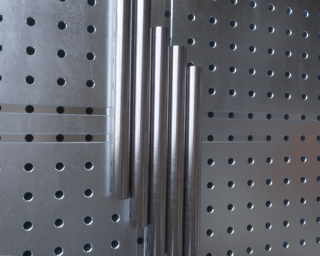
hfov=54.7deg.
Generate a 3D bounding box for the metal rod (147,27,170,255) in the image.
[{"bbox_3d":[-0.002,0.018,0.412,0.025,0.025,0.298,1,90,-20],"label":"metal rod"}]

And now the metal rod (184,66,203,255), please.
[{"bbox_3d":[0.045,0.066,0.430,0.025,0.025,0.298,1,90,-20],"label":"metal rod"}]

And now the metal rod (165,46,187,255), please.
[{"bbox_3d":[0.021,0.040,0.421,0.025,0.025,0.298,1,90,-20],"label":"metal rod"}]

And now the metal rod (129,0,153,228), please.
[{"bbox_3d":[-0.025,-0.023,0.403,0.025,0.025,0.298,1,90,-20],"label":"metal rod"}]

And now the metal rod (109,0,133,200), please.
[{"bbox_3d":[-0.049,-0.060,0.395,0.025,0.025,0.298,1,90,-20],"label":"metal rod"}]
